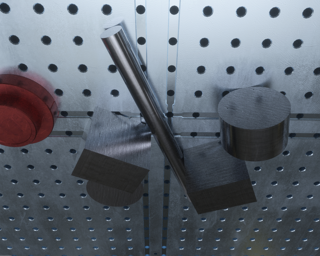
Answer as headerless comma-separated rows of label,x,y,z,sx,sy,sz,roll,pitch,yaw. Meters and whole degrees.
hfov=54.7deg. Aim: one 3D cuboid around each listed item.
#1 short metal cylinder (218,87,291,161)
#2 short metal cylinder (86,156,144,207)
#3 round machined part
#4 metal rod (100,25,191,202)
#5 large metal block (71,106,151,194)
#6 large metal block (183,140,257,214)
short metal cylinder,0.112,-0.006,0.371,0.080,0.080,0.050,-8,130,7
short metal cylinder,-0.063,0.071,0.455,0.081,0.050,0.079,0,131,0
round machined part,-0.183,-0.014,0.387,0.099,0.042,0.097,0,130,0
metal rod,0.002,0.005,0.415,0.025,0.025,0.299,-17,129,13
large metal block,-0.059,0.027,0.398,0.080,0.080,0.050,21,127,-17
large metal block,0.081,0.064,0.431,0.080,0.080,0.050,-16,128,13
